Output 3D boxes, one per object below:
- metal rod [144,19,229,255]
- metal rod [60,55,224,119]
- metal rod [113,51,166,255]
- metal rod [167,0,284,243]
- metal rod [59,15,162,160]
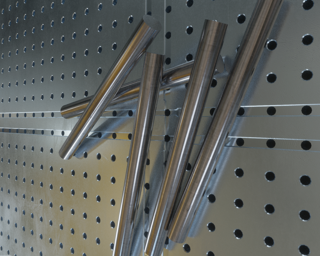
[{"bbox_3d":[0.025,0.027,0.368,0.025,0.025,0.298,28,113,36],"label":"metal rod"},{"bbox_3d":[-0.048,-0.051,0.446,0.300,0.025,0.025,-12,83,39],"label":"metal rod"},{"bbox_3d":[-0.031,0.051,0.414,0.025,0.025,0.298,23,110,37],"label":"metal rod"},{"bbox_3d":[0.067,0.001,0.352,0.025,0.025,0.298,30,108,35],"label":"metal rod"},{"bbox_3d":[-0.087,-0.037,0.446,0.298,0.025,0.025,-46,62,41],"label":"metal rod"}]
